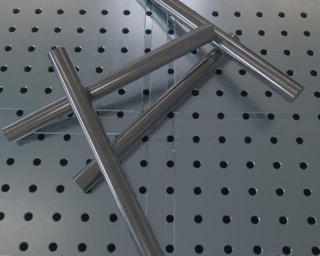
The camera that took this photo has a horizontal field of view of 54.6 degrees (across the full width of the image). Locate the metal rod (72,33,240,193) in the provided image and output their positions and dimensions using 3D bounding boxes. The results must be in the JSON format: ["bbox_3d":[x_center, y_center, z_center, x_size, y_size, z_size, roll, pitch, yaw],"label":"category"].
[{"bbox_3d":[0.005,-0.030,0.422,0.025,0.025,0.301,42,75,14],"label":"metal rod"}]

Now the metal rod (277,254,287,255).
[{"bbox_3d":[0.002,0.197,0.339,0.302,0.025,0.025,-16,71,-6],"label":"metal rod"}]

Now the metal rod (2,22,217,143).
[{"bbox_3d":[-0.065,-0.060,0.409,0.301,0.025,0.025,-27,72,0],"label":"metal rod"}]

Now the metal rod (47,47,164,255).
[{"bbox_3d":[-0.063,0.038,0.370,0.025,0.025,0.299,-25,82,-9],"label":"metal rod"}]

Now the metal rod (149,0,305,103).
[{"bbox_3d":[0.069,-0.136,0.438,0.025,0.025,0.300,-40,66,-13],"label":"metal rod"}]
